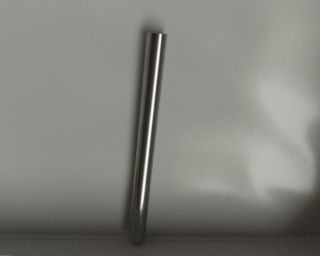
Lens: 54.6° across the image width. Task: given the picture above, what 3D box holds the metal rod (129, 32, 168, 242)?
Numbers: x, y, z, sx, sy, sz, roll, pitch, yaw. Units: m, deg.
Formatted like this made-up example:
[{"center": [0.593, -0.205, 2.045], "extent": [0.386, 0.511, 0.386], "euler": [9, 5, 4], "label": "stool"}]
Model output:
[{"center": [-0.019, 0.026, 0.420], "extent": [0.025, 0.025, 0.298], "euler": [6, 110, -2], "label": "metal rod"}]
